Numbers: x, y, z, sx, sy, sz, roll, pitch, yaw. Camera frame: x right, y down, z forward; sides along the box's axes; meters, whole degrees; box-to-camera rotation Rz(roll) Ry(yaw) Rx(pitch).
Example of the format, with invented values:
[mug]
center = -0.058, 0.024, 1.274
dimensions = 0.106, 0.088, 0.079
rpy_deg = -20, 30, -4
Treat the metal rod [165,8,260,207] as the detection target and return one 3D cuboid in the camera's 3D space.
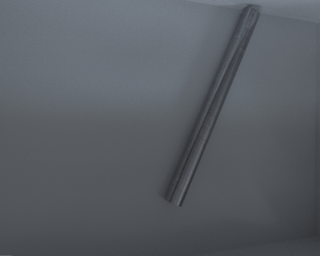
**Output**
[metal rod]
center = 0.077, -0.035, 0.438
dimensions = 0.025, 0.025, 0.299
rpy_deg = 26, 81, -18
